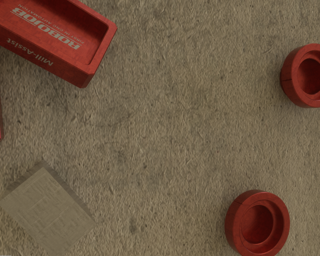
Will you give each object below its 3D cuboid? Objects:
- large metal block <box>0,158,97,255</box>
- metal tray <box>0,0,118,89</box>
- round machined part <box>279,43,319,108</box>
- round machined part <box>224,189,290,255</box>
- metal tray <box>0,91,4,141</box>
[{"bbox_3d":[-0.120,0.083,0.336,0.050,0.080,0.080,-41,104,-15],"label":"large metal block"},{"bbox_3d":[-0.122,-0.112,0.341,0.131,0.030,0.090,29,53,-18],"label":"metal tray"},{"bbox_3d":[0.230,-0.079,0.487,0.099,0.042,0.097,0,90,-21],"label":"round machined part"},{"bbox_3d":[0.136,0.138,0.452,0.099,0.042,0.097,0,90,-21],"label":"round machined part"},{"bbox_3d":[-0.221,-0.045,0.325,0.091,0.030,0.129,-5,92,-20],"label":"metal tray"}]
